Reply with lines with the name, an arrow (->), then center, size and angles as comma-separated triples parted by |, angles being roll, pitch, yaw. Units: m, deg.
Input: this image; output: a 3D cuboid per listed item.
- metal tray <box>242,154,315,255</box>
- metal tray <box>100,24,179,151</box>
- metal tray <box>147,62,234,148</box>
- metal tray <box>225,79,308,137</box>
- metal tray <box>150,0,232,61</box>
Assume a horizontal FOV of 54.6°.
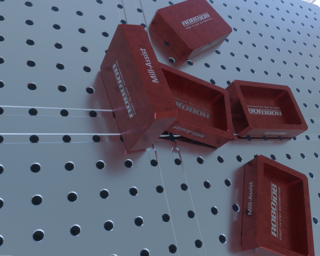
metal tray -> 0.160, 0.111, 0.422 | 0.090, 0.030, 0.130 | 24, 53, -14
metal tray -> -0.031, -0.048, 0.378 | 0.030, 0.090, 0.130 | -8, 66, -32
metal tray -> 0.040, -0.032, 0.438 | 0.131, 0.030, 0.090 | 18, 53, -23
metal tray -> 0.176, -0.031, 0.517 | 0.131, 0.030, 0.090 | 1, 61, -28
metal tray -> 0.058, -0.178, 0.544 | 0.131, 0.030, 0.090 | -34, 81, -38
